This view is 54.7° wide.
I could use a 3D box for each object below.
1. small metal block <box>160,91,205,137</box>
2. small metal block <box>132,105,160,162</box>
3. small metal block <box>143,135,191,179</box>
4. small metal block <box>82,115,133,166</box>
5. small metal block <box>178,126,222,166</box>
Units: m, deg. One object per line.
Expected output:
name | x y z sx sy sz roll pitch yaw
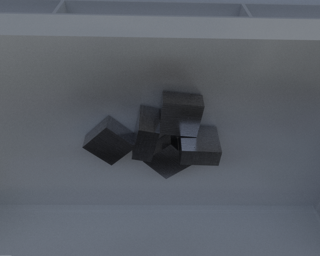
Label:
small metal block | 0.025 -0.017 0.393 0.050 0.025 0.050 5 130 -5
small metal block | -0.018 0.007 0.395 0.025 0.050 0.050 10 129 -9
small metal block | 0.012 0.040 0.441 0.050 0.025 0.050 -33 123 24
small metal block | -0.068 0.018 0.421 0.050 0.025 0.050 -37 122 27
small metal block | 0.051 0.022 0.410 0.050 0.050 0.025 2 130 -3
